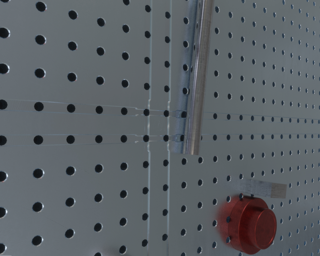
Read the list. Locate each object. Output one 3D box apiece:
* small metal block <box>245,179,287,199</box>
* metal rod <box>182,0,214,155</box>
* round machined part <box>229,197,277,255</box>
[{"bbox_3d":[0.189,0.108,0.552,0.050,0.050,0.025,13,82,-40],"label":"small metal block"},{"bbox_3d":[0.061,-0.109,0.459,0.025,0.025,0.298,10,84,-40],"label":"metal rod"},{"bbox_3d":[0.167,0.171,0.539,0.099,0.042,0.097,0,90,-40],"label":"round machined part"}]
